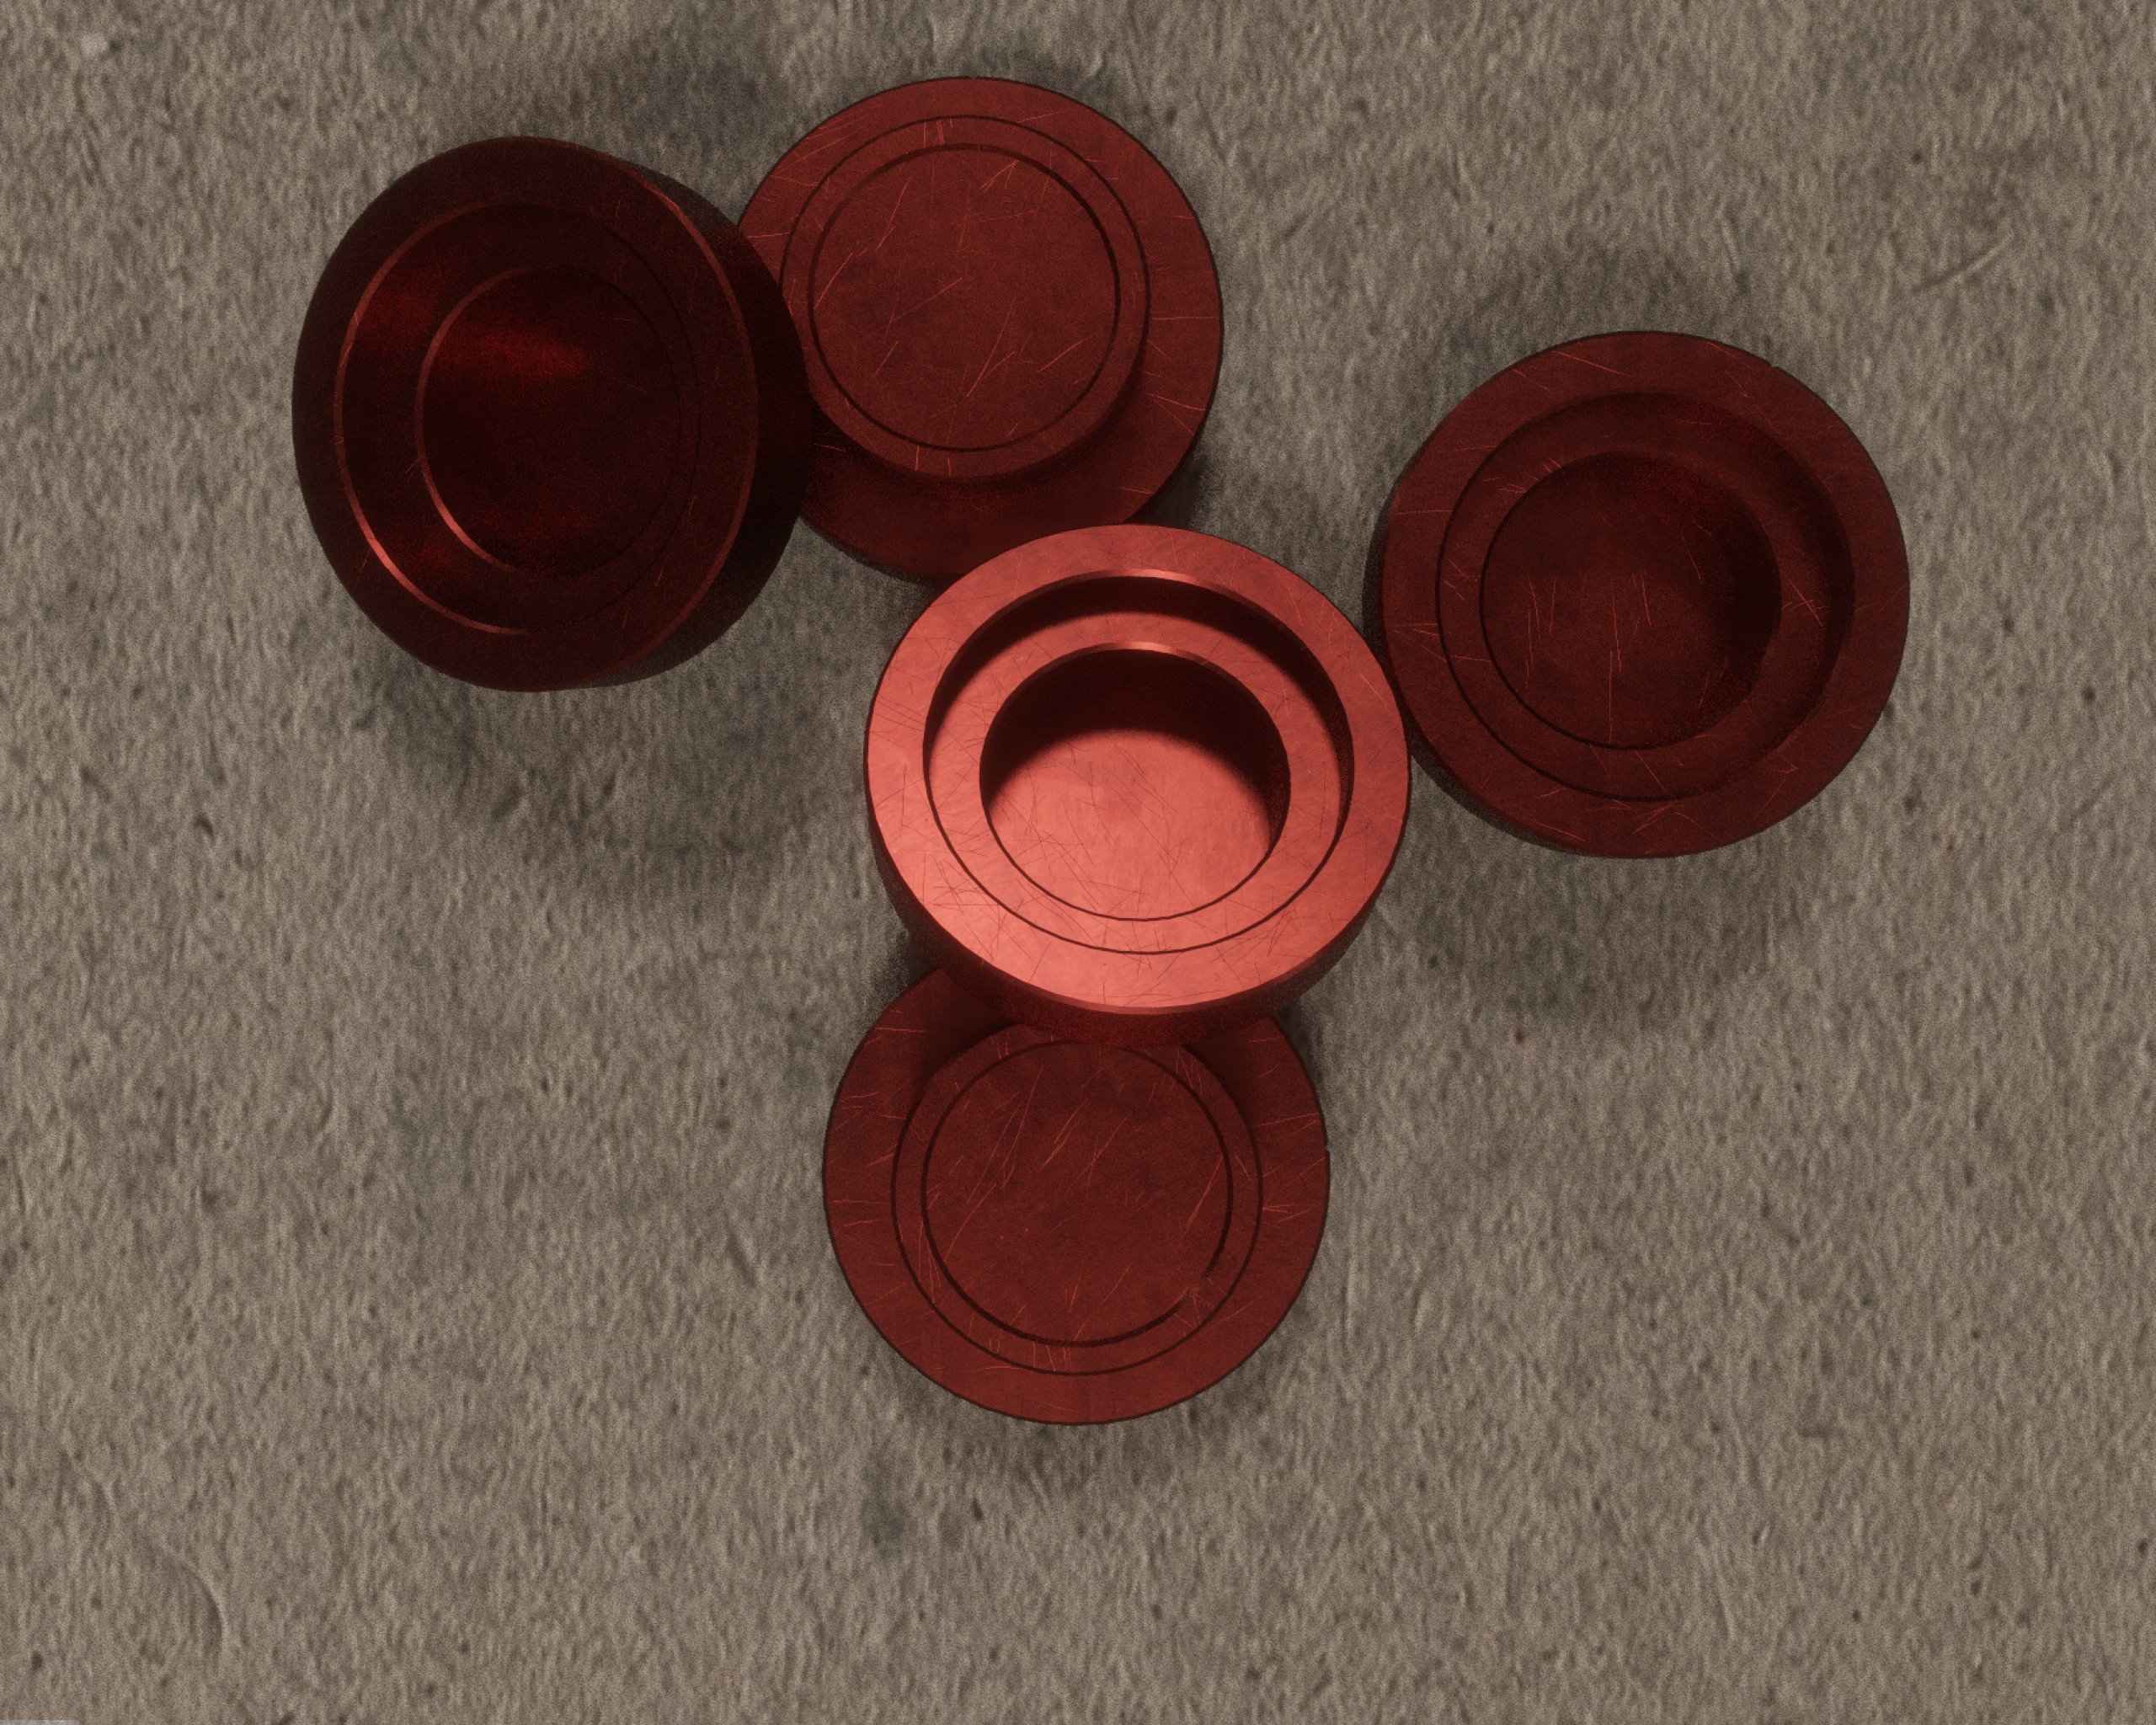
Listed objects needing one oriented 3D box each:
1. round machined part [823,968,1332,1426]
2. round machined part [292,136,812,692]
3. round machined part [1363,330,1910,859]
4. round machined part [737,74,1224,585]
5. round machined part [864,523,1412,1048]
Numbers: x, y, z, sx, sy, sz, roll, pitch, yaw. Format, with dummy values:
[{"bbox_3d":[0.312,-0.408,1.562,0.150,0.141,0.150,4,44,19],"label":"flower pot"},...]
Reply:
[{"bbox_3d":[0.000,0.060,0.402,0.099,0.042,0.097,0,90,-1],"label":"round machined part"},{"bbox_3d":[-0.093,-0.082,0.391,0.098,0.042,0.097,3,98,20],"label":"round machined part"},{"bbox_3d":[0.104,-0.050,0.404,0.099,0.042,0.097,0,90,-1],"label":"round machined part"},{"bbox_3d":[-0.021,-0.104,0.402,0.099,0.042,0.097,0,90,-1],"label":"round machined part"},{"bbox_3d":[0.010,-0.011,0.392,0.099,0.042,0.098,1,67,-3],"label":"round machined part"}]
